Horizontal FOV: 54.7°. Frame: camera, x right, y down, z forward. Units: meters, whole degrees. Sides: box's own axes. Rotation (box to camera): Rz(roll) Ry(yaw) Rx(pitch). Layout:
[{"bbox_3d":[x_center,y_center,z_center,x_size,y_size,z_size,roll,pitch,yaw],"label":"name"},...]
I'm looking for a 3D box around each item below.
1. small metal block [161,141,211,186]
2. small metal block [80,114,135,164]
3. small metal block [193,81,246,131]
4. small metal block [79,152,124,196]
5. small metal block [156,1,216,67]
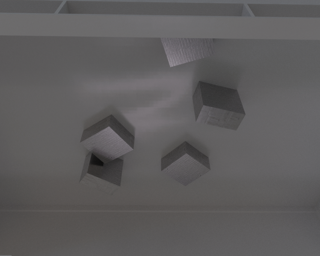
[{"bbox_3d":[0.037,0.053,0.455,0.050,0.025,0.050,36,122,-27],"label":"small metal block"},{"bbox_3d":[-0.071,0.016,0.422,0.050,0.025,0.050,-28,125,21],"label":"small metal block"},{"bbox_3d":[0.069,-0.027,0.370,0.050,0.050,0.025,12,129,-10],"label":"small metal block"},{"bbox_3d":[-0.083,0.062,0.444,0.050,0.050,0.025,27,125,-22],"label":"small metal block"},{"bbox_3d":[0.028,-0.098,0.326,0.050,0.025,0.050,-14,129,11],"label":"small metal block"}]
